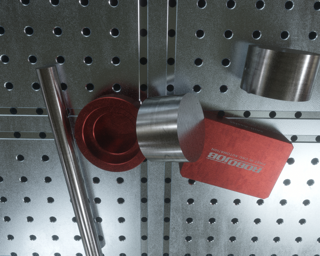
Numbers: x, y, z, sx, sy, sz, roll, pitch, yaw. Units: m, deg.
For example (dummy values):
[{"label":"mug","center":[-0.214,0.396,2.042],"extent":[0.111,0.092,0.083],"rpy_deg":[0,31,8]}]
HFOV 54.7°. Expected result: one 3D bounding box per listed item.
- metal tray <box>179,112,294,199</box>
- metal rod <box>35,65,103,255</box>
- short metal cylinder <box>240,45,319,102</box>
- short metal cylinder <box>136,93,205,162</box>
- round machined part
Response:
[{"label":"metal tray","center":[0.101,0.038,0.426],"extent":[0.131,0.030,0.089],"rpy_deg":[16,109,-6]},{"label":"metal rod","center":[-0.122,0.063,0.435],"extent":[0.025,0.025,0.298],"rpy_deg":[-7,110,2]},{"label":"short metal cylinder","center":[0.139,-0.066,0.361],"extent":[0.081,0.080,0.050],"rpy_deg":[6,110,-2]},{"label":"short metal cylinder","center":[0.015,0.001,0.366],"extent":[0.050,0.080,0.080],"rpy_deg":[-3,113,29]},{"label":"round machined part","center":[-0.055,0.004,0.399],"extent":[0.098,0.042,0.097],"rpy_deg":[3,108,9]}]
